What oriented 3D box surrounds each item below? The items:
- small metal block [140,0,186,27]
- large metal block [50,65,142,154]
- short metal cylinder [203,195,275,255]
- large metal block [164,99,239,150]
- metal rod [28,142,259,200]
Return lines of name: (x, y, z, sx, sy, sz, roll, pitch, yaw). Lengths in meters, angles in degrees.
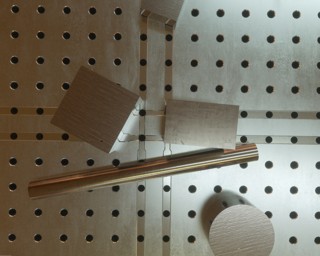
small metal block: (0.007, -0.170, 0.413, 0.050, 0.025, 0.050, 20, 90, -1)
large metal block: (-0.079, -0.023, 0.400, 0.080, 0.050, 0.080, 28, 90, -1)
short metal cylinder: (0.100, 0.133, 0.402, 0.081, 0.050, 0.079, 0, 90, -1)
large metal block: (0.046, -0.004, 0.387, 0.081, 0.080, 0.050, 5, 90, -1)
metal rod: (-0.021, 0.058, 0.413, 0.302, 0.025, 0.025, -10, 90, -1)
